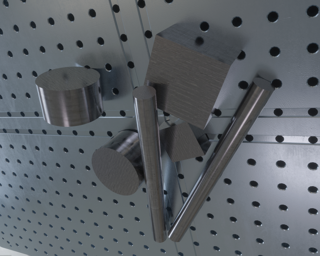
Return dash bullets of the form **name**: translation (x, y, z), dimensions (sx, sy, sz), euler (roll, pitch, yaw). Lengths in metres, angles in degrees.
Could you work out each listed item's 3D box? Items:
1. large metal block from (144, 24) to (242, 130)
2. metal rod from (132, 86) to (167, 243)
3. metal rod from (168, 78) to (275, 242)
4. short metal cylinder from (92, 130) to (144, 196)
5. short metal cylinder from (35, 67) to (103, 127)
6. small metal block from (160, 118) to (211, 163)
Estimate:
- **large metal block**: translation (0.032, -0.057, 0.343), dimensions (0.080, 0.050, 0.079), euler (26, 128, 12)
- **metal rod**: translation (-0.008, 0.073, 0.425), dimensions (0.025, 0.025, 0.298), euler (15, 135, 20)
- **metal rod**: translation (0.067, 0.064, 0.415), dimensions (0.025, 0.025, 0.298), euler (29, 128, 10)
- **short metal cylinder**: translation (-0.051, 0.050, 0.449), dimensions (0.080, 0.050, 0.079), euler (16, 125, 24)
- **short metal cylinder**: translation (-0.118, -0.044, 0.411), dimensions (0.080, 0.080, 0.050), euler (13, 124, 21)
- **small metal block**: translation (0.030, 0.013, 0.404), dimensions (0.050, 0.025, 0.050), euler (-17, 110, 35)
